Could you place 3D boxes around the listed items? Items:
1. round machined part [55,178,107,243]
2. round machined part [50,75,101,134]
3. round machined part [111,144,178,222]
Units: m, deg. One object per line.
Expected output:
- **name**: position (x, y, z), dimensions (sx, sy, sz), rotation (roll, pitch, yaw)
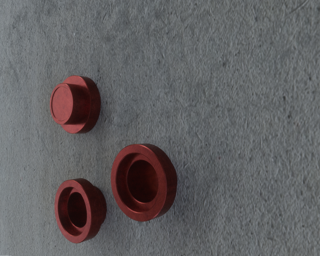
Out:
- **round machined part**: position (-0.123, 0.129, 0.496), dimensions (0.098, 0.042, 0.097), rotation (0, 90, 40)
- **round machined part**: position (-0.146, -0.039, 0.515), dimensions (0.098, 0.042, 0.097), rotation (0, 90, 40)
- **round machined part**: position (-0.016, 0.069, 0.408), dimensions (0.098, 0.042, 0.097), rotation (0, 90, 40)
